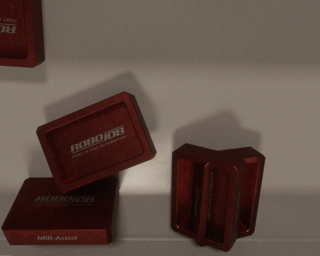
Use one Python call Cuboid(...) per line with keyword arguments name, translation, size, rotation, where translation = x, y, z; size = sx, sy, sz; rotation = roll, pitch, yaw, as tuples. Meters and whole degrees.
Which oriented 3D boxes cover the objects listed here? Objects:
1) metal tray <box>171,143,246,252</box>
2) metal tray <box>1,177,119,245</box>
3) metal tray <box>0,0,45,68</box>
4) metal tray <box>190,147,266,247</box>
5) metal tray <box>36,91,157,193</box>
Cuboid(name="metal tray", translation=(0.062, 0.093, 0.420), size=(0.090, 0.030, 0.129), rotation=(13, 114, 30))
Cuboid(name="metal tray", translation=(-0.125, 0.107, 0.412), size=(0.131, 0.090, 0.030), rotation=(0, 125, -1))
Cuboid(name="metal tray", translation=(-0.208, -0.121, 0.360), size=(0.131, 0.030, 0.089), rotation=(4, 110, -2))
Cuboid(name="metal tray", translation=(0.092, 0.095, 0.429), size=(0.091, 0.030, 0.129), rotation=(-5, 111, -19))
Cuboid(name="metal tray", translation=(-0.081, 0.018, 0.398), size=(0.130, 0.030, 0.090), rotation=(-22, 88, 7))
